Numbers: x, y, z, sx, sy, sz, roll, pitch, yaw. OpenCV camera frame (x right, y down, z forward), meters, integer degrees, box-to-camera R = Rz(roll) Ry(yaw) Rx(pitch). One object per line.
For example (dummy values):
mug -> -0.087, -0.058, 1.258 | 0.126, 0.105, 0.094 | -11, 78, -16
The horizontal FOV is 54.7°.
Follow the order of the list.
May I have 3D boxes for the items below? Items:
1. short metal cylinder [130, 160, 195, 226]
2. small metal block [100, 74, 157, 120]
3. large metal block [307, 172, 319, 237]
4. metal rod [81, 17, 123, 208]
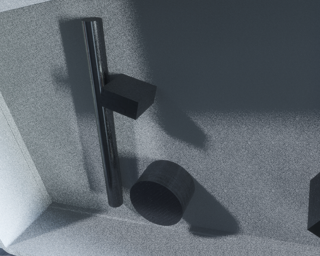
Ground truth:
short metal cylinder -> 0.004, 0.093, 0.447 | 0.080, 0.050, 0.079 | 13, 124, 20
small metal block -> -0.039, -0.040, 0.387 | 0.050, 0.050, 0.025 | 22, 127, 14
large metal block -> 0.198, 0.068, 0.311 | 0.050, 0.080, 0.079 | 33, 129, 6
metal rod -> -0.078, -0.002, 0.446 | 0.025, 0.025, 0.298 | 12, 124, 21
